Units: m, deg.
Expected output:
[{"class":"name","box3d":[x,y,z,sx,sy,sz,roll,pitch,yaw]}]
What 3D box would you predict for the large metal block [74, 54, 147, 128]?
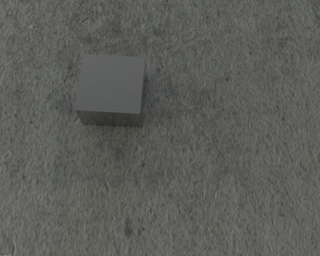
[{"class":"large metal block","box3d":[-0.062,-0.048,0.412,0.081,0.050,0.080,3,70,1]}]
